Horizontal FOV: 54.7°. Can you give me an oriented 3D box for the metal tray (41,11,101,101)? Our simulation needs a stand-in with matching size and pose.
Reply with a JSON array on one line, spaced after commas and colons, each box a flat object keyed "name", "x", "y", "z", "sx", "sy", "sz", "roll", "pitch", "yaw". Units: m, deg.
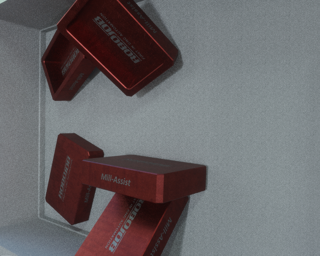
[{"name": "metal tray", "x": -0.151, "y": -0.114, "z": 0.512, "sx": 0.129, "sy": 0.030, "sz": 0.090, "roll": -38, "pitch": 67, "yaw": 42}]

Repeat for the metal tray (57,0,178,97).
[{"name": "metal tray", "x": -0.052, "y": -0.111, "z": 0.391, "sx": 0.090, "sy": 0.030, "sz": 0.130, "roll": -32, "pitch": 114, "yaw": 36}]

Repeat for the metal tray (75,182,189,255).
[{"name": "metal tray", "x": -0.033, "y": 0.120, "z": 0.377, "sx": 0.090, "sy": 0.030, "sz": 0.130, "roll": 3, "pitch": 48, "yaw": 40}]

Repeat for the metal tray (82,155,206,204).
[{"name": "metal tray", "x": -0.021, "y": 0.057, "z": 0.379, "sx": 0.130, "sy": 0.091, "sz": 0.030, "roll": 4, "pitch": 93, "yaw": 39}]

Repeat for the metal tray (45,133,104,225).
[{"name": "metal tray", "x": -0.146, "y": 0.083, "z": 0.521, "sx": 0.090, "sy": 0.030, "sz": 0.129, "roll": 25, "pitch": 105, "yaw": 37}]
